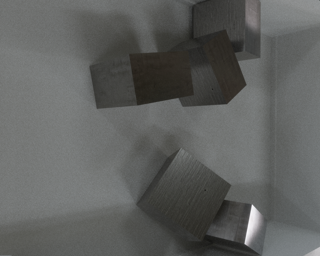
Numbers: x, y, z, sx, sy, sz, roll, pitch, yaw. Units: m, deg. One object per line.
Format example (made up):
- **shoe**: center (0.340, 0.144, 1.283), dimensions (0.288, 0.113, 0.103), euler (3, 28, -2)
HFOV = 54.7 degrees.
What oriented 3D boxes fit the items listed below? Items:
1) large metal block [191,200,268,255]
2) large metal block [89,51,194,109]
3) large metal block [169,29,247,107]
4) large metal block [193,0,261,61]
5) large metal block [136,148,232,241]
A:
- **large metal block**: center (0.098, 0.138, 0.439), dimensions (0.080, 0.080, 0.050), euler (44, 56, -46)
- **large metal block**: center (-0.021, -0.054, 0.353), dimensions (0.081, 0.080, 0.050), euler (-14, 100, -39)
- **large metal block**: center (0.057, -0.077, 0.419), dimensions (0.050, 0.080, 0.080), euler (-41, 116, -32)
- **large metal block**: center (0.096, -0.139, 0.446), dimensions (0.050, 0.080, 0.080), euler (1, 90, -50)
- **large metal block**: center (0.030, 0.086, 0.395), dimensions (0.080, 0.050, 0.080), euler (37, 64, -3)
